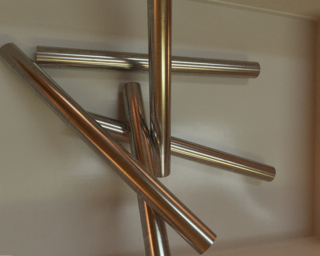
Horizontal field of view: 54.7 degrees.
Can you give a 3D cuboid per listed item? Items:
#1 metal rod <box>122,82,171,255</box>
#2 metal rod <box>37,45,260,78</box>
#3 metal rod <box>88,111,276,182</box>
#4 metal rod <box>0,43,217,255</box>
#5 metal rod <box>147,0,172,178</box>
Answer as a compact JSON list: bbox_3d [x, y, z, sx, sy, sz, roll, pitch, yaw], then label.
[{"bbox_3d":[-0.011,0.080,0.334,0.025,0.025,0.299,-1,63,-20],"label":"metal rod"},{"bbox_3d":[0.000,-0.084,0.410,0.302,0.025,0.025,-1,91,-20],"label":"metal rod"},{"bbox_3d":[0.031,0.028,0.421,0.302,0.025,0.025,17,85,-19],"label":"metal rod"},{"bbox_3d":[-0.063,0.014,0.325,0.300,0.025,0.025,42,75,9],"label":"metal rod"},{"bbox_3d":[0.000,-0.077,0.334,0.025,0.025,0.298,-10,118,-20],"label":"metal rod"}]
